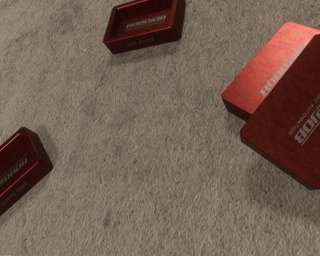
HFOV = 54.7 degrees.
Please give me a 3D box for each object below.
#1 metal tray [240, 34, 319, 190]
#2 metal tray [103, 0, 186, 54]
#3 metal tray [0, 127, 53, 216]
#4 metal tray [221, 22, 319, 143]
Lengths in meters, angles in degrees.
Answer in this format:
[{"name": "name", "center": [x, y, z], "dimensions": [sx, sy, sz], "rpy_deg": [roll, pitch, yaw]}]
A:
[{"name": "metal tray", "center": [0.153, -0.016, 0.303], "dimensions": [0.090, 0.030, 0.130], "rpy_deg": [38, 89, 18]}, {"name": "metal tray", "center": [-0.026, -0.178, 0.521], "dimensions": [0.130, 0.030, 0.090], "rpy_deg": [-5, 59, 25]}, {"name": "metal tray", "center": [-0.236, 0.071, 0.478], "dimensions": [0.130, 0.030, 0.090], "rpy_deg": [-42, 51, -1]}, {"name": "metal tray", "center": [0.147, -0.057, 0.358], "dimensions": [0.130, 0.030, 0.090], "rpy_deg": [-48, 52, -6]}]
